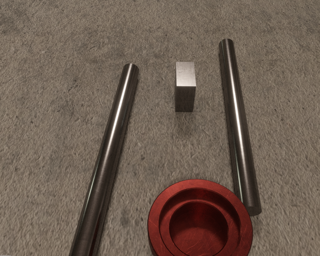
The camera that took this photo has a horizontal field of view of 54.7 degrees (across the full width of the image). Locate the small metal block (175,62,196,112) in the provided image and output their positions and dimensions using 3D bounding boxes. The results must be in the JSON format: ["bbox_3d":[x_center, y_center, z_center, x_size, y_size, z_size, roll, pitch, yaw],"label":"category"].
[{"bbox_3d":[0.034,-0.057,0.436,0.025,0.050,0.050,1,50,0],"label":"small metal block"}]

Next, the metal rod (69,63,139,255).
[{"bbox_3d":[-0.061,0.024,0.381,0.025,0.025,0.300,5,50,4],"label":"metal rod"}]

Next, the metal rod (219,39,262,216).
[{"bbox_3d":[0.104,-0.026,0.425,0.025,0.025,0.300,3,50,2],"label":"metal rod"}]

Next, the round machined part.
[{"bbox_3d":[0.037,0.103,0.306,0.099,0.042,0.098,0,50,0],"label":"round machined part"}]
